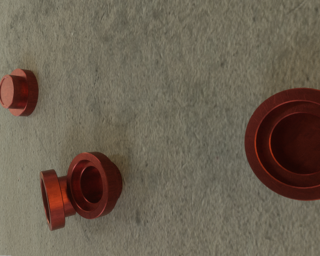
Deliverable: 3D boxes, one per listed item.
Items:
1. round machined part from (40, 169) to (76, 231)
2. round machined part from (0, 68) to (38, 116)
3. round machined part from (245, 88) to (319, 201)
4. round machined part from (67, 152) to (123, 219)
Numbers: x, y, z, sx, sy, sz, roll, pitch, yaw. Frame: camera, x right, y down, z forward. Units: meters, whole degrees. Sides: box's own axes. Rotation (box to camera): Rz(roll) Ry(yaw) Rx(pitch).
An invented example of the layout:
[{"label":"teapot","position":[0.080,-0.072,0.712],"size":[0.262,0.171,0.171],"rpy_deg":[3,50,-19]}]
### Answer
[{"label":"round machined part","position":[-0.168,0.116,0.514],"size":[0.098,0.042,0.097],"rpy_deg":[29,123,57]},{"label":"round machined part","position":[-0.293,-0.073,0.632],"size":[0.098,0.042,0.097],"rpy_deg":[0,90,39]},{"label":"round machined part","position":[0.132,0.014,0.284],"size":[0.098,0.042,0.097],"rpy_deg":[0,90,39]},{"label":"round machined part","position":[-0.095,0.085,0.470],"size":[0.098,0.042,0.097],"rpy_deg":[0,90,39]}]
